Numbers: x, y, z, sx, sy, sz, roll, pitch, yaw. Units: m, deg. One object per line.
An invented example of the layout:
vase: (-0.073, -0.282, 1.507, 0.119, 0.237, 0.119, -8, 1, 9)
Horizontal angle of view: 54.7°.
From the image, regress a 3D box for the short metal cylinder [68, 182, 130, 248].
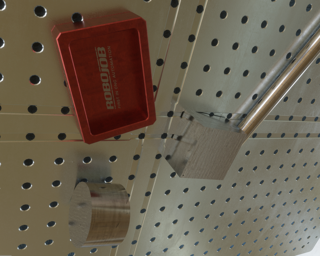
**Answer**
short metal cylinder: (-0.080, 0.111, 0.401, 0.050, 0.080, 0.079, 10, 113, -33)

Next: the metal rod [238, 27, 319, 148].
metal rod: (0.191, -0.070, 0.471, 0.025, 0.025, 0.299, 31, 101, -38)

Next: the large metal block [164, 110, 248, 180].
large metal block: (0.065, 0.026, 0.446, 0.081, 0.050, 0.079, 9, 114, -33)

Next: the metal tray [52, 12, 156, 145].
metal tray: (-0.056, -0.053, 0.344, 0.091, 0.030, 0.129, -18, 126, -18)
